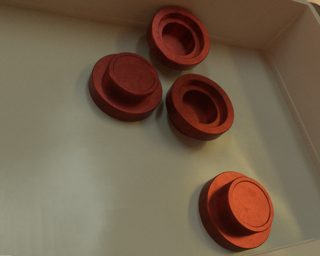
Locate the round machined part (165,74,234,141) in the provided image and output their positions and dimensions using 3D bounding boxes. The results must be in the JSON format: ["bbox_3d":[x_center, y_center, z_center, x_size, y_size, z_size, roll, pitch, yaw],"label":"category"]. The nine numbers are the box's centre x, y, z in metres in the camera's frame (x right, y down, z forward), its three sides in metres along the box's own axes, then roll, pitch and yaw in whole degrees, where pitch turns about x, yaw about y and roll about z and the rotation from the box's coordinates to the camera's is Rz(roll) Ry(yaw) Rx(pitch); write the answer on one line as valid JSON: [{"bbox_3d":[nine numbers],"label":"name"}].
[{"bbox_3d":[0.052,-0.025,0.437,0.099,0.042,0.098,14,56,-21],"label":"round machined part"}]

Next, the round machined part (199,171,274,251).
[{"bbox_3d":[0.101,0.100,0.388,0.099,0.042,0.098,14,56,-21],"label":"round machined part"}]

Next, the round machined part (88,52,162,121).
[{"bbox_3d":[-0.041,-0.061,0.410,0.099,0.042,0.098,14,56,-21],"label":"round machined part"}]

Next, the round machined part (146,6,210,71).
[{"bbox_3d":[0.024,-0.133,0.480,0.099,0.042,0.098,7,72,-23],"label":"round machined part"}]
